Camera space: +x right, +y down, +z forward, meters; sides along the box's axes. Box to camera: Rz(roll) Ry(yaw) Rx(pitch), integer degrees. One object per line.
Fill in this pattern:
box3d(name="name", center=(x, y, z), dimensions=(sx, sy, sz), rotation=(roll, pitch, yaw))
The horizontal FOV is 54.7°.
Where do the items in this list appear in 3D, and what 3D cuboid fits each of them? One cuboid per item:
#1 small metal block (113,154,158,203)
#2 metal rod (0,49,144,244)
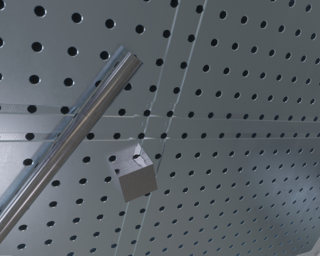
box3d(name="small metal block", center=(-0.034, 0.071, 0.437), dimensions=(0.050, 0.025, 0.050), rotation=(-20, 126, -17))
box3d(name="metal rod", center=(-0.123, 0.034, 0.365), dimensions=(0.025, 0.025, 0.299), rotation=(34, 99, -39))
